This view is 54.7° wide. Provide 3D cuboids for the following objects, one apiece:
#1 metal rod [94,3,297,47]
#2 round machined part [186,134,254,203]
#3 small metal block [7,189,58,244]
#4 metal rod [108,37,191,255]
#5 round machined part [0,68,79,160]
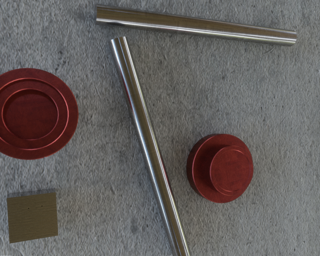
[{"bbox_3d":[0.063,-0.140,0.432,0.302,0.025,0.025,0,90,-20],"label":"metal rod"},{"bbox_3d":[0.090,0.057,0.434,0.099,0.042,0.097,0,90,-20],"label":"round machined part"},{"bbox_3d":[-0.145,0.099,0.356,0.050,0.025,0.050,-3,91,-20],"label":"small metal block"},{"bbox_3d":[-0.011,0.032,0.405,0.025,0.025,0.298,-18,96,-19],"label":"metal rod"},{"bbox_3d":[-0.144,-0.015,0.347,0.099,0.042,0.097,0,90,-20],"label":"round machined part"}]
